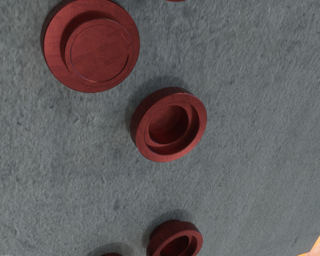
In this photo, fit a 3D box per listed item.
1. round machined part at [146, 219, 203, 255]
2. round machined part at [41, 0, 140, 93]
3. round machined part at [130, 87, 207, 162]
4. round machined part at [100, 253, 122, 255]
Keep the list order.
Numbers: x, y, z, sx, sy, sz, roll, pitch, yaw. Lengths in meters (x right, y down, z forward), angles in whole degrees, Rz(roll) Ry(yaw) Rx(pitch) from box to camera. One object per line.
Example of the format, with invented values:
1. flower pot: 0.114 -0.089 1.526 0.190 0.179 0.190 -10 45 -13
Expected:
1. round machined part: 0.021 0.197 0.532 0.099 0.042 0.097 -14 125 -21
2. round machined part: -0.065 -0.080 0.312 0.099 0.042 0.097 -14 125 -21
3. round machined part: 0.007 -0.008 0.397 0.099 0.042 0.097 -14 125 -21
4. round machined part: -0.084 0.243 0.502 0.099 0.042 0.097 -14 125 -21
